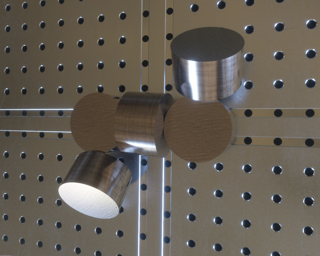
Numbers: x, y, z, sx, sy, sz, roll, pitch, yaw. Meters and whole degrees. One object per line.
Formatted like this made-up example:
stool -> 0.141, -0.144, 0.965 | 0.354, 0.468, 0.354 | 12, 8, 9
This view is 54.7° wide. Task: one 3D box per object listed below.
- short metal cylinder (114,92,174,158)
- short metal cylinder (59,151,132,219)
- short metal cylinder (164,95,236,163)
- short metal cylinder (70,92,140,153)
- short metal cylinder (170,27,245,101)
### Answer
short metal cylinder -> -0.016, -0.005, 0.388 | 0.050, 0.080, 0.079 | 5, 92, 19
short metal cylinder -> -0.083, 0.075, 0.405 | 0.080, 0.050, 0.080 | 11, 137, 11
short metal cylinder -> 0.051, 0.000, 0.380 | 0.080, 0.050, 0.079 | 0, 90, 19
short metal cylinder -> -0.073, -0.006, 0.423 | 0.080, 0.050, 0.079 | 0, 90, 19
short metal cylinder -> 0.054, -0.075, 0.357 | 0.080, 0.080, 0.050 | 9, 135, 19
